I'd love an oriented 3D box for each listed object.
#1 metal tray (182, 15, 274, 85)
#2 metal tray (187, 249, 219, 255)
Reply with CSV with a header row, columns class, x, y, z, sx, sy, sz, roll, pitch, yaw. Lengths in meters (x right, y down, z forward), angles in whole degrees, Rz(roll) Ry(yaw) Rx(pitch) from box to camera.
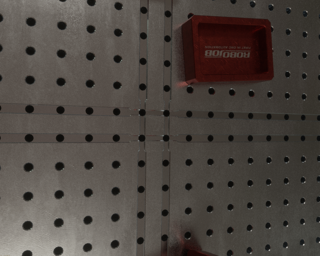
class,x,y,z,sx,sy,sz,roll,pitch,yaw
metal tray,0.100,-0.111,0.448,0.131,0.030,0.089,-5,92,-20
metal tray,0.062,0.230,0.389,0.030,0.090,0.130,23,72,-30
